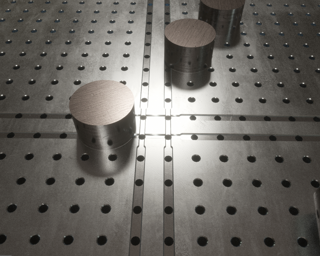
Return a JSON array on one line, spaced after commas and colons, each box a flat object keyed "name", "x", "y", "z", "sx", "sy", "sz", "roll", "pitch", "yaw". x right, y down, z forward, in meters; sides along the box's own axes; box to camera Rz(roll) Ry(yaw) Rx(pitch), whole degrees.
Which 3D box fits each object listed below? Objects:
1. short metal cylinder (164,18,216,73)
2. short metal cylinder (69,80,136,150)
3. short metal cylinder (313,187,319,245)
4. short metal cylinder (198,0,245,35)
[{"name": "short metal cylinder", "x": 0.047, "y": -0.135, "z": 0.505, "sx": 0.081, "sy": 0.050, "sz": 0.080, "roll": 0, "pitch": 50, "yaw": 0}, {"name": "short metal cylinder", "x": -0.073, "y": -0.018, "z": 0.405, "sx": 0.081, "sy": 0.050, "sz": 0.080, "roll": 0, "pitch": 50, "yaw": 0}, {"name": "short metal cylinder", "x": 0.196, "y": 0.089, "z": 0.299, "sx": 0.080, "sy": 0.080, "sz": 0.050, "roll": 8, "pitch": 51, "yaw": 6}, {"name": "short metal cylinder", "x": 0.112, "y": -0.217, "z": 0.575, "sx": 0.081, "sy": 0.050, "sz": 0.080, "roll": 0, "pitch": 50, "yaw": 0}]
